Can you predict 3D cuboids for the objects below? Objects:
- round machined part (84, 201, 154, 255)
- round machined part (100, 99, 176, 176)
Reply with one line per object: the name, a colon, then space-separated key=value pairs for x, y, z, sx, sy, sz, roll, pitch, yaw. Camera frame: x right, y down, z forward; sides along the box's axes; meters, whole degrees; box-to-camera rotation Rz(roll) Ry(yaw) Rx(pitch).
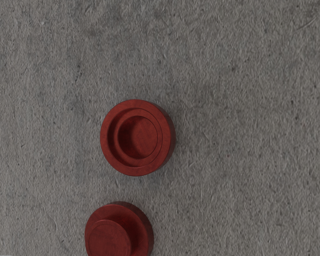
round machined part: x=-0.061 y=0.153 z=0.422 sx=0.098 sy=0.042 sz=0.097 roll=0 pitch=90 yaw=20
round machined part: x=-0.026 y=0.012 z=0.409 sx=0.098 sy=0.042 sz=0.097 roll=0 pitch=90 yaw=20
